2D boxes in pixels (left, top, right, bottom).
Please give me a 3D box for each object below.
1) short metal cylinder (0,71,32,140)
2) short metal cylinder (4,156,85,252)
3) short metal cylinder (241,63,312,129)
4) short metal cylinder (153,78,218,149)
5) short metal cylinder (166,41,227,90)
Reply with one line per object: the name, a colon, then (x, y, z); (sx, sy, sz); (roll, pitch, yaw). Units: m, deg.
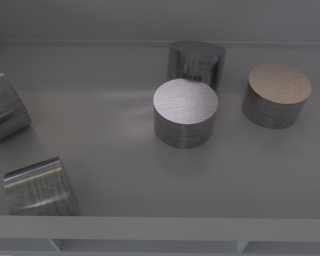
short metal cylinder: (-0.208, -0.028, 0.391); (0.050, 0.080, 0.080); (-34, 58, -25)
short metal cylinder: (-0.112, 0.073, 0.307); (0.050, 0.080, 0.080); (-19, 53, -15)
short metal cylinder: (0.158, -0.045, 0.427); (0.080, 0.050, 0.080); (0, 50, 0)
short metal cylinder: (0.032, -0.019, 0.405); (0.080, 0.050, 0.080); (0, 50, 0)
short metal cylinder: (0.052, -0.092, 0.449); (0.081, 0.050, 0.080); (4, 29, -2)
